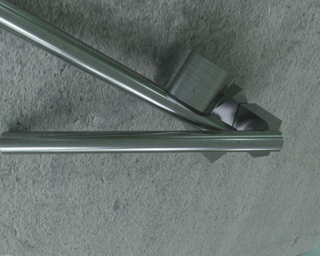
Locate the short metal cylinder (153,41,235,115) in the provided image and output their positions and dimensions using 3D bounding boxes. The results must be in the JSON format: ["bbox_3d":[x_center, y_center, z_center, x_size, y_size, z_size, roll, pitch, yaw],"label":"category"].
[{"bbox_3d":[0.040,-0.058,0.362,0.080,0.080,0.050,23,106,-37],"label":"short metal cylinder"}]

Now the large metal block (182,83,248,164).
[{"bbox_3d":[0.078,-0.011,0.428,0.080,0.050,0.080,-35,129,-4],"label":"large metal block"}]

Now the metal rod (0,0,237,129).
[{"bbox_3d":[-0.032,-0.049,0.324,0.302,0.025,0.025,26,104,-26],"label":"metal rod"}]

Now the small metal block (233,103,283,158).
[{"bbox_3d":[0.120,0.002,0.392,0.025,0.050,0.050,-4,121,-26],"label":"small metal block"}]

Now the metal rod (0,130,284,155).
[{"bbox_3d":[-0.015,0.015,0.342,0.302,0.025,0.025,0,121,-5],"label":"metal rod"}]
